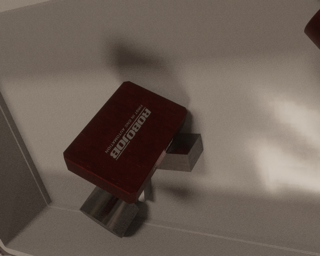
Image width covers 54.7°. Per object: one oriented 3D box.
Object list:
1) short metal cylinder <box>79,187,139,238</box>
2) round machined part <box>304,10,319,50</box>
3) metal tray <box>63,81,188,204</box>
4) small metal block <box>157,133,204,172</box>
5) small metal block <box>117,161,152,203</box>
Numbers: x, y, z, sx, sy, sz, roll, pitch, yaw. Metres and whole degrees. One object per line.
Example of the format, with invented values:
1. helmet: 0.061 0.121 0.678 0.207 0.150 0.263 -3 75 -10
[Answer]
1. short metal cylinder: -0.080 0.131 0.493 0.080 0.050 0.080 28 156 14
2. round machined part: 0.159 -0.088 0.219 0.042 0.099 0.098 54 130 10
3. metal tray: -0.036 0.011 0.364 0.090 0.130 0.030 27 147 11
4. small metal block: 0.023 0.030 0.398 0.050 0.050 0.025 1 119 27
5. small metal block: -0.042 0.082 0.480 0.050 0.025 0.050 12 123 21
